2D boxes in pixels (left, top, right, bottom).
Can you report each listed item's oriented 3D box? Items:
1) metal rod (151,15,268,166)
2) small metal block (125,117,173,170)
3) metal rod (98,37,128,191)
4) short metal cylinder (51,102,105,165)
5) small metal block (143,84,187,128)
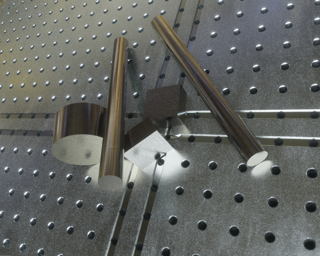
[{"bbox_3d":[0.051,-0.072,0.425,0.025,0.025,0.300,-33,52,7],"label":"metal rod"},{"bbox_3d":[-0.019,0.021,0.390,0.050,0.050,0.025,-35,51,5],"label":"small metal block"},{"bbox_3d":[-0.058,-0.045,0.423,0.025,0.025,0.300,-22,40,15],"label":"metal rod"},{"bbox_3d":[-0.103,0.010,0.421,0.080,0.080,0.050,-19,54,17],"label":"short metal cylinder"},{"bbox_3d":[0.007,-0.029,0.422,0.050,0.025,0.050,-7,58,24],"label":"small metal block"}]
